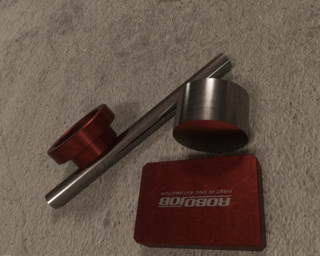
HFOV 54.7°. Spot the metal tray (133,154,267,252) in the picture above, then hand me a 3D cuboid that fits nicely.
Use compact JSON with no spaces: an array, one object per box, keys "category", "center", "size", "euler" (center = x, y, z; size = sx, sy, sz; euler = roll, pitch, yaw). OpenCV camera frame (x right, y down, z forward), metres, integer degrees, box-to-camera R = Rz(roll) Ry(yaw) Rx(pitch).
[{"category":"metal tray","center":[0.041,0.079,0.330],"size":[0.130,0.030,0.090],"euler":[-8,58,23]}]

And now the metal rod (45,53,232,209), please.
[{"category":"metal rod","center":[-0.029,0.004,0.414],"size":[0.300,0.025,0.025],"euler":[-39,51,1]}]

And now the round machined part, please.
[{"category":"round machined part","center":[-0.097,0.015,0.414],"size":[0.098,0.042,0.098],"euler":[-36,17,13]}]

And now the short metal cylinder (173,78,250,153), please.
[{"category":"short metal cylinder","center":[0.057,-0.011,0.345],"size":[0.080,0.080,0.050],"euler":[-4,60,26]}]
